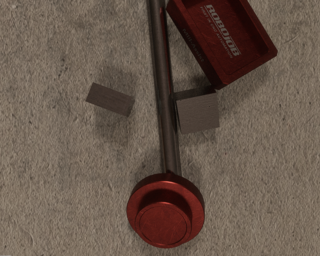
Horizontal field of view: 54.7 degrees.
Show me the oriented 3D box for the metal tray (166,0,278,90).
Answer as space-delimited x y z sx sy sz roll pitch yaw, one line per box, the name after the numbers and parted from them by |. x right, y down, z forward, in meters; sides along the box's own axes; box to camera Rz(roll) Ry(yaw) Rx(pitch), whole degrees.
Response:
0.079 -0.126 0.397 0.090 0.030 0.130 -31 90 -15 | metal tray

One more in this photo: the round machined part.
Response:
0.006 0.109 0.385 0.099 0.042 0.097 3 112 7 | round machined part

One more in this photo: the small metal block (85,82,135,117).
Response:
-0.062 -0.035 0.397 0.050 0.050 0.025 21 90 -1 | small metal block

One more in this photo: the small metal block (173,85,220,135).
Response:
0.047 -0.023 0.400 0.050 0.025 0.050 -12 120 -1 | small metal block

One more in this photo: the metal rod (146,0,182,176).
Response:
0.005 -0.060 0.410 0.025 0.025 0.298 -5 90 -1 | metal rod
